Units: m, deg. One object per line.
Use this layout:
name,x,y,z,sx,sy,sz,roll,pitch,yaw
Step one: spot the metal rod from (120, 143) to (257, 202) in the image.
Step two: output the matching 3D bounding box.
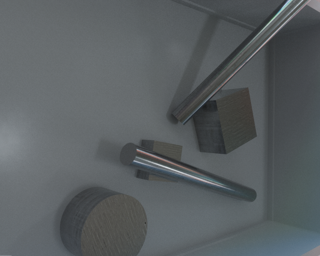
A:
metal rod,0.062,0.073,0.435,0.301,0.025,0.025,25,74,-45

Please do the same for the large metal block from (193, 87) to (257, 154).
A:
large metal block,0.099,-0.013,0.476,0.081,0.050,0.079,-22,105,-38

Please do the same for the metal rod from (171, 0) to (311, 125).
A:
metal rod,0.131,-0.118,0.420,0.300,0.025,0.025,-45,123,5

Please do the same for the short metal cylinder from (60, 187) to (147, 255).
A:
short metal cylinder,-0.061,0.109,0.341,0.081,0.050,0.079,0,90,-40

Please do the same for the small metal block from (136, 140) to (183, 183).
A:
small metal block,0.000,0.044,0.409,0.050,0.025,0.050,13,82,-40
